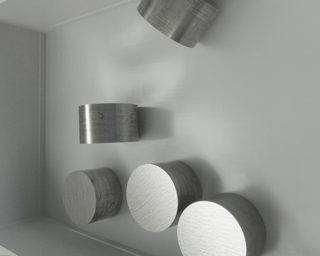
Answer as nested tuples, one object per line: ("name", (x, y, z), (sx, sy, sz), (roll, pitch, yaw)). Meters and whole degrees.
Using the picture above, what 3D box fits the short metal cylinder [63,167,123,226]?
("short metal cylinder", (-0.103, 0.102, 0.473), (0.080, 0.050, 0.079), (0, 90, 39))

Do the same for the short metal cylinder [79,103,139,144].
("short metal cylinder", (-0.070, -0.005, 0.426), (0.080, 0.081, 0.050), (-3, 88, 39))

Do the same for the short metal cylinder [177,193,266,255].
("short metal cylinder", (0.066, 0.115, 0.335), (0.080, 0.050, 0.079), (0, 90, 39))

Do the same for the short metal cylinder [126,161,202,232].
("short metal cylinder", (0.005, 0.082, 0.385), (0.080, 0.050, 0.079), (0, 90, 39))

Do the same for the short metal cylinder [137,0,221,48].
("short metal cylinder", (0.022, -0.136, 0.352), (0.080, 0.081, 0.050), (52, 120, 27))
